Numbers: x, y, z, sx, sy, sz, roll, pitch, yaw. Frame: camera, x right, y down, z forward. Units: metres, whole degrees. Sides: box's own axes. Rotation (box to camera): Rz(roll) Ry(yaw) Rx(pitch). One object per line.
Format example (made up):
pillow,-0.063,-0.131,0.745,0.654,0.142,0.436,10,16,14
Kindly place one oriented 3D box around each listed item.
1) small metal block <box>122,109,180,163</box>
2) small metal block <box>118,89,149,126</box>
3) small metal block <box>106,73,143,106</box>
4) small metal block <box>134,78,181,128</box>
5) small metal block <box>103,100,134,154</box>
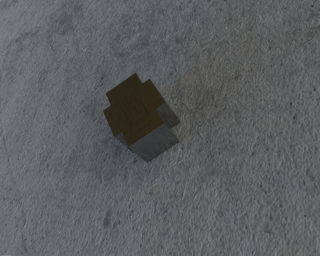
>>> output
small metal block,-0.010,0.011,0.386,0.050,0.050,0.025,-34,52,6
small metal block,-0.024,-0.015,0.409,0.025,0.050,0.050,-35,52,5
small metal block,-0.038,-0.041,0.432,0.050,0.050,0.025,-34,52,6
small metal block,-0.003,-0.029,0.407,0.025,0.050,0.050,-35,52,5
small metal block,-0.045,-0.001,0.411,0.025,0.050,0.050,-35,52,5
